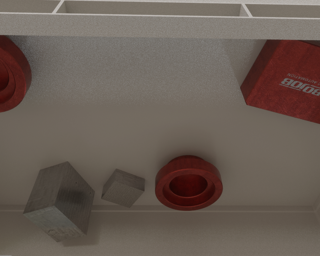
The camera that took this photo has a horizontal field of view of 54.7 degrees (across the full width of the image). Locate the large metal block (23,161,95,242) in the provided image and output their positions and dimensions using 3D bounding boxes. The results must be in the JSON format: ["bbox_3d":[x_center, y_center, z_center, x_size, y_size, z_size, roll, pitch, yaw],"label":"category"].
[{"bbox_3d":[-0.146,0.111,0.465,0.050,0.080,0.080,-18,128,14],"label":"large metal block"}]

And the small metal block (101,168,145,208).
[{"bbox_3d":[-0.058,0.096,0.490,0.050,0.025,0.050,24,126,-19],"label":"small metal block"}]

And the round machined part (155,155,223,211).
[{"bbox_3d":[0.042,0.079,0.466,0.099,0.042,0.097,-1,130,0],"label":"round machined part"}]

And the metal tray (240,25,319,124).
[{"bbox_3d":[0.174,-0.055,0.361,0.131,0.030,0.089,13,129,-12],"label":"metal tray"}]

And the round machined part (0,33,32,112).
[{"bbox_3d":[-0.191,-0.067,0.338,0.099,0.042,0.097,-1,130,0],"label":"round machined part"}]
